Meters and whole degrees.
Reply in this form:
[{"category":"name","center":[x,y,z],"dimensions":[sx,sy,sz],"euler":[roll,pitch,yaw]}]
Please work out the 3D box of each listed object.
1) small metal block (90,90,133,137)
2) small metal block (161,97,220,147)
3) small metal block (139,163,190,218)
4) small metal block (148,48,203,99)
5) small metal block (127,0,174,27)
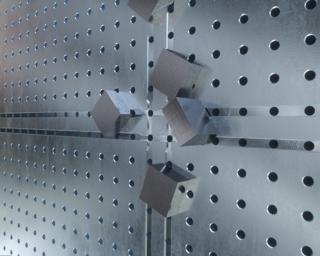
[{"category":"small metal block","center":[-0.075,-0.022,0.473],"dimensions":[0.050,0.025,0.050],"euler":[-50,61,28]},{"category":"small metal block","center":[0.036,-0.007,0.364],"dimensions":[0.025,0.050,0.050],"euler":[-40,66,33]},{"category":"small metal block","center":[0.005,0.081,0.406],"dimensions":[0.050,0.025,0.050],"euler":[27,107,37]},{"category":"small metal block","center":[0.019,-0.067,0.395],"dimensions":[0.050,0.025,0.050],"euler":[38,113,33]},{"category":"small metal block","center":[-0.011,-0.175,0.420],"dimensions":[0.050,0.025,0.050],"euler":[48,119,29]}]
